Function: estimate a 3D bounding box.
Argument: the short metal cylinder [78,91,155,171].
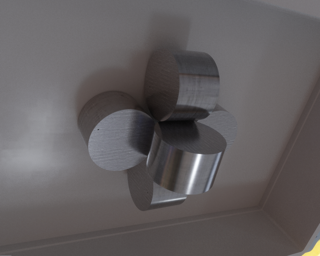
[{"bbox_3d":[-0.050,0.003,0.364,0.081,0.050,0.079,-14,124,-21],"label":"short metal cylinder"}]

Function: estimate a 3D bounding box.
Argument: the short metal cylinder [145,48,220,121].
[{"bbox_3d":[0.023,-0.048,0.353,0.050,0.080,0.079,-2,120,-28],"label":"short metal cylinder"}]

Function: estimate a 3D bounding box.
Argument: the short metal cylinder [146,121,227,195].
[{"bbox_3d":[0.028,0.029,0.347,0.081,0.080,0.050,-1,119,-28],"label":"short metal cylinder"}]

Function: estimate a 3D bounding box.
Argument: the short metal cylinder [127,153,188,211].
[{"bbox_3d":[-0.004,0.065,0.408,0.050,0.080,0.079,-2,120,-28],"label":"short metal cylinder"}]

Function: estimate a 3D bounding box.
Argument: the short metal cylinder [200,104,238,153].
[{"bbox_3d":[0.057,0.001,0.421,0.081,0.050,0.079,-14,124,-21],"label":"short metal cylinder"}]
